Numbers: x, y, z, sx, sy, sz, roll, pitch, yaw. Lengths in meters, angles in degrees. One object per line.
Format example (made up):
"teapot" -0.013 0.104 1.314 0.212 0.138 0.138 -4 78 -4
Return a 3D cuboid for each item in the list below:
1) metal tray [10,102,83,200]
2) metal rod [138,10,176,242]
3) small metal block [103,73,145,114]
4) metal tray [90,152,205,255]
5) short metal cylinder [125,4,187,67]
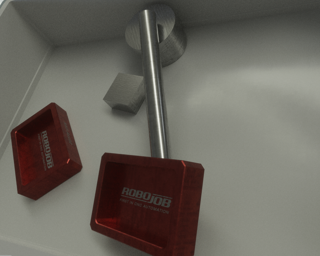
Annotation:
"metal tray" -0.177 0.032 0.473 0.090 0.030 0.130 -33 52 6
"metal rod" -0.004 -0.019 0.381 0.025 0.025 0.299 -14 67 20
"small metal block" -0.049 -0.052 0.462 0.050 0.025 0.050 15 69 34
"metal tray" -0.019 0.076 0.327 0.130 0.030 0.090 0 79 45
"short metal cylinder" -0.005 -0.139 0.470 0.080 0.050 0.080 -10 65 22
